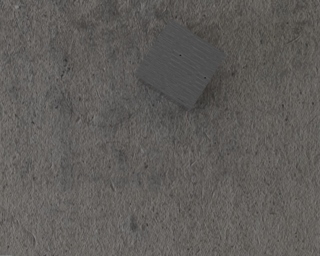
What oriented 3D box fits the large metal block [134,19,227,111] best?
[{"bbox_3d":[0.025,-0.077,0.398,0.080,0.050,0.080,33,90,0],"label":"large metal block"}]
